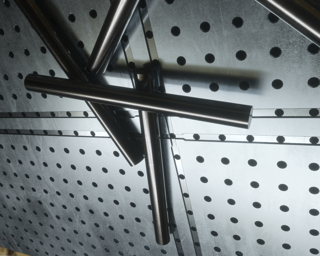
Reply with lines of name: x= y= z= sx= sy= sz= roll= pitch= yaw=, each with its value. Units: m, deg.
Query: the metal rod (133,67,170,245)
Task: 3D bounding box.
metal rod: x=-0.008 y=0.059 z=0.452 sx=0.025 sy=0.025 sz=0.298 roll=9 pitch=122 yaw=24

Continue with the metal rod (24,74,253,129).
metal rod: x=-0.043 y=-0.037 z=0.377 sx=0.301 sy=0.025 sz=0.025 roll=11 pitch=123 yaw=22

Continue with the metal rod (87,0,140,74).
metal rod: x=-0.017 y=-0.157 z=0.297 sx=0.025 sy=0.025 sz=0.298 roll=41 pitch=137 yaw=0

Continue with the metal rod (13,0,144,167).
metal rod: x=-0.113 y=-0.073 z=0.426 sx=0.025 sy=0.025 sz=0.299 roll=-24 pitch=106 yaw=36

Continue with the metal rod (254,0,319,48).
metal rod: x=0.103 y=-0.121 z=0.282 sx=0.300 sy=0.025 sz=0.025 roll=37 pitch=129 yaw=3
